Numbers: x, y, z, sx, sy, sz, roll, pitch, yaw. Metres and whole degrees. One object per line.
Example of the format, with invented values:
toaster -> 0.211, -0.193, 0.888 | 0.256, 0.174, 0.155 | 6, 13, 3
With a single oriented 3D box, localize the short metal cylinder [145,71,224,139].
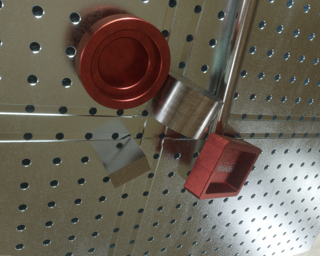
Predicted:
short metal cylinder -> 0.029, -0.029, 0.376 | 0.081, 0.080, 0.050 | 18, 109, -36

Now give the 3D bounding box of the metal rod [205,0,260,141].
metal rod -> 0.089, -0.027, 0.444 | 0.025, 0.025, 0.298 | -6, 121, -26

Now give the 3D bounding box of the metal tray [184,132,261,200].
metal tray -> 0.099, 0.060, 0.471 | 0.131, 0.030, 0.090 | 13, 105, -52

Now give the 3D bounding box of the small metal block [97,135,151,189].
small metal block -> -0.047, 0.042, 0.397 | 0.050, 0.050, 0.025 | -27, 128, -12

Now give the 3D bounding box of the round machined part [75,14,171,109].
round machined part -> -0.042, -0.073, 0.334 | 0.099, 0.042, 0.097 | -14, 125, -21
